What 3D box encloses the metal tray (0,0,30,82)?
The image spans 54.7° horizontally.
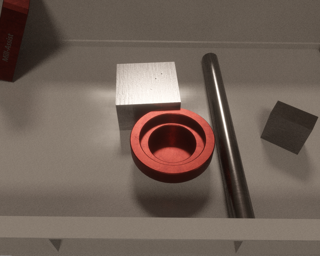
[{"bbox_3d":[-0.219,-0.144,0.456,0.030,0.129,0.090,11,45,-28],"label":"metal tray"}]

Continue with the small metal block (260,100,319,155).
[{"bbox_3d":[0.162,0.000,0.391,0.050,0.050,0.025,27,55,20],"label":"small metal block"}]

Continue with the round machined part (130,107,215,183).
[{"bbox_3d":[0.015,0.024,0.374,0.099,0.042,0.098,0,50,0],"label":"round machined part"}]

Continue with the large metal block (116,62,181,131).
[{"bbox_3d":[-0.017,-0.045,0.426,0.081,0.050,0.080,-3,50,-3],"label":"large metal block"}]

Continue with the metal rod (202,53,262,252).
[{"bbox_3d":[0.084,0.004,0.402,0.025,0.025,0.300,-1,50,-1],"label":"metal rod"}]
